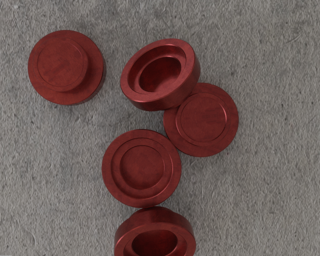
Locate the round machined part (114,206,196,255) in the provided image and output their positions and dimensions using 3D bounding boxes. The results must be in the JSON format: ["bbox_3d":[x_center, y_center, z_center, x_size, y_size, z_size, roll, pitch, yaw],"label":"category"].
[{"bbox_3d":[-0.007,0.137,0.387,0.099,0.042,0.097,-3,121,-6],"label":"round machined part"}]

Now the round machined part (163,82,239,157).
[{"bbox_3d":[0.054,-0.011,0.402,0.099,0.042,0.097,0,90,0],"label":"round machined part"}]

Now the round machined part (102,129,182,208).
[{"bbox_3d":[-0.023,0.050,0.401,0.099,0.042,0.097,0,90,0],"label":"round machined part"}]

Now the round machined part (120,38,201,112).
[{"bbox_3d":[0.004,-0.061,0.385,0.098,0.042,0.098,-14,54,20],"label":"round machined part"}]

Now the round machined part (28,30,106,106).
[{"bbox_3d":[-0.122,-0.079,0.400,0.099,0.042,0.097,0,90,0],"label":"round machined part"}]
